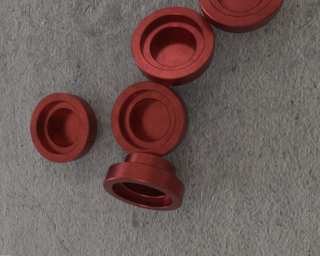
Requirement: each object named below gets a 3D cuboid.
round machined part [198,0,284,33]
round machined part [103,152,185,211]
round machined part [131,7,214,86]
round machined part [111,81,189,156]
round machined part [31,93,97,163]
[{"bbox_3d":[0.094,-0.157,0.361,0.098,0.042,0.097,-1,84,13],"label":"round machined part"},{"bbox_3d":[-0.017,0.065,0.386,0.098,0.098,0.042,2,57,20],"label":"round machined part"},{"bbox_3d":[0.017,-0.096,0.383,0.098,0.042,0.098,-2,73,7],"label":"round machined part"},{"bbox_3d":[-0.010,-0.010,0.403,0.098,0.042,0.097,0,90,20],"label":"round machined part"},{"bbox_3d":[-0.133,0.000,0.447,0.098,0.042,0.097,0,90,20],"label":"round machined part"}]
